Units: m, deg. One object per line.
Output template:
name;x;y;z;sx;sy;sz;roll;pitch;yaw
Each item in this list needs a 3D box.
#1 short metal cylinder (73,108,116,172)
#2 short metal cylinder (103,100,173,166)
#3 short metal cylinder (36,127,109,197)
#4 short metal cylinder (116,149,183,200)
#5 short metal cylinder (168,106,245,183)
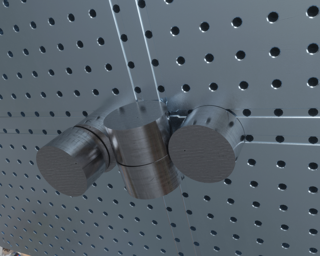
short metal cylinder;-0.085;0.018;0.451;0.080;0.050;0.079;13;124;20
short metal cylinder;-0.025;0.004;0.392;0.080;0.080;0.050;1;120;28
short metal cylinder;-0.117;0.045;0.418;0.080;0.050;0.079;13;124;21
short metal cylinder;-0.013;0.049;0.413;0.080;0.080;0.050;-1;118;29
short metal cylinder;0.057;0.019;0.376;0.080;0.050;0.079;13;124;20
